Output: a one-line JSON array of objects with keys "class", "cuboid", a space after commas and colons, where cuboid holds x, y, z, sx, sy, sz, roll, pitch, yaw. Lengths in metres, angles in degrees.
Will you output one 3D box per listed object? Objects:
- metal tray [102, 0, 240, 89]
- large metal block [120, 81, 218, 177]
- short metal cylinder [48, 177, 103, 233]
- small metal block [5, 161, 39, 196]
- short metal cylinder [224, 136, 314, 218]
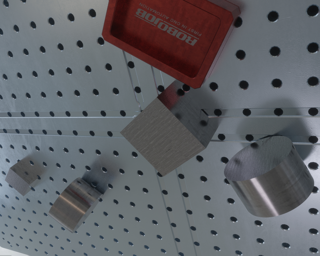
[{"class": "metal tray", "cuboid": [0.007, -0.112, 0.335, 0.130, 0.030, 0.089, 30, 128, 8]}, {"class": "large metal block", "cuboid": [0.011, 0.002, 0.391, 0.080, 0.050, 0.080, 46, 129, -4]}, {"class": "short metal cylinder", "cuboid": [-0.144, 0.132, 0.533, 0.050, 0.080, 0.079, 36, 129, 4]}, {"class": "small metal block", "cuboid": [-0.277, 0.102, 0.620, 0.050, 0.025, 0.050, 41, 129, 0]}, {"class": "short metal cylinder", "cuboid": [0.120, 0.052, 0.345, 0.080, 0.080, 0.050, -25, 105, 37]}]
